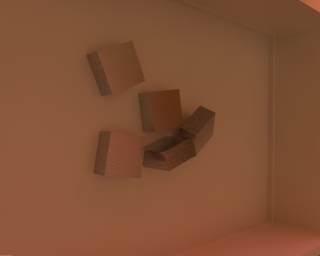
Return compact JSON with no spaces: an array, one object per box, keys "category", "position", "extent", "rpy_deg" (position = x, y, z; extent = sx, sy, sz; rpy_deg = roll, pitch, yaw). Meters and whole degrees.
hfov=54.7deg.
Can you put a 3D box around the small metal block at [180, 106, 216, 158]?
[{"category":"small metal block","position":[0.053,0.005,0.438],"extent":[0.050,0.025,0.050],"rpy_deg":[-46,151,-30]}]

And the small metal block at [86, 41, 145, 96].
[{"category":"small metal block","position":[-0.051,-0.070,0.365],"extent":[0.050,0.025,0.050],"rpy_deg":[-29,109,-36]}]

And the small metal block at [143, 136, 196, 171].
[{"category":"small metal block","position":[0.010,0.031,0.401],"extent":[0.050,0.050,0.025],"rpy_deg":[-24,106,-38]}]

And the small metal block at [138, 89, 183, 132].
[{"category":"small metal block","position":[0.002,-0.024,0.410],"extent":[0.050,0.025,0.050],"rpy_deg":[-12,98,-40]}]

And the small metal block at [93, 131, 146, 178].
[{"category":"small metal block","position":[-0.047,0.032,0.369],"extent":[0.050,0.025,0.050],"rpy_deg":[12,82,-40]}]
